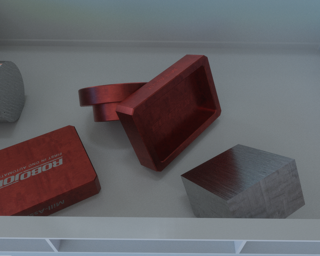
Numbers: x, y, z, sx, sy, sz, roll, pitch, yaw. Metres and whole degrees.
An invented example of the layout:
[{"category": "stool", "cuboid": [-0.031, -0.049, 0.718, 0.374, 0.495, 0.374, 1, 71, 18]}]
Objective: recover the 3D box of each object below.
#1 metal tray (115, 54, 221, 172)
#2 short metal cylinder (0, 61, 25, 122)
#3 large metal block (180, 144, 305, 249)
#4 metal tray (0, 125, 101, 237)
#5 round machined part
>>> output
[{"category": "metal tray", "cuboid": [0.018, -0.021, 0.378, 0.030, 0.090, 0.131, 16, 47, 45]}, {"category": "short metal cylinder", "cuboid": [-0.220, -0.048, 0.407, 0.050, 0.080, 0.080, 0, 50, -1]}, {"category": "large metal block", "cuboid": [0.081, 0.062, 0.313, 0.081, 0.050, 0.080, -25, 17, -20]}, {"category": "metal tray", "cuboid": [-0.145, 0.057, 0.352, 0.131, 0.030, 0.090, -22, 54, -18]}, {"category": "round machined part", "cuboid": [-0.052, -0.032, 0.397, 0.099, 0.098, 0.042, -6, 94, -6]}]
